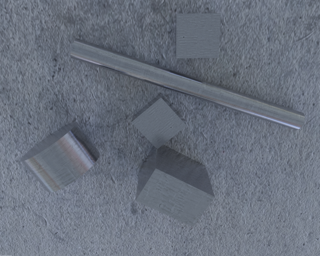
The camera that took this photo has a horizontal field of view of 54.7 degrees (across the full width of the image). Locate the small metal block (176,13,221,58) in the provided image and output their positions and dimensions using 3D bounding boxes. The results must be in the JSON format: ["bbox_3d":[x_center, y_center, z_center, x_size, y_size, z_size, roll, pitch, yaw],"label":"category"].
[{"bbox_3d":[0.044,-0.110,0.370,0.050,0.025,0.050,-1,110,0],"label":"small metal block"}]

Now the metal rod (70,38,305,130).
[{"bbox_3d":[0.040,-0.052,0.390,0.302,0.025,0.025,17,109,-7],"label":"metal rod"}]

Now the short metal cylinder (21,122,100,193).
[{"bbox_3d":[-0.124,0.035,0.392,0.080,0.080,0.050,-29,108,10],"label":"short metal cylinder"}]

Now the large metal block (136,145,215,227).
[{"bbox_3d":[0.018,0.070,0.407,0.080,0.080,0.050,27,108,-10],"label":"large metal block"}]

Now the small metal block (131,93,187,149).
[{"bbox_3d":[-0.001,-0.009,0.406,0.050,0.025,0.050,-39,106,12],"label":"small metal block"}]
